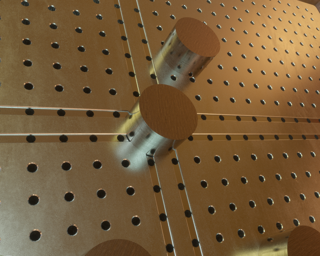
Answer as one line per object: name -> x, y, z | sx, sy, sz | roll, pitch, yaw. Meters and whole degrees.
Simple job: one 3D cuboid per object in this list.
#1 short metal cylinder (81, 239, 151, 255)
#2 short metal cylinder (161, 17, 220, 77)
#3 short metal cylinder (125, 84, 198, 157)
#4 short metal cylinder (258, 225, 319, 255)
short metal cylinder -> -0.045, 0.147, 0.279 | 0.081, 0.050, 0.080 | 14, 56, -21
short metal cylinder -> 0.049, -0.131, 0.500 | 0.081, 0.050, 0.080 | 14, 56, -21
short metal cylinder -> 0.001, -0.010, 0.400 | 0.081, 0.050, 0.080 | 14, 56, -21
short metal cylinder -> 0.171, 0.168, 0.385 | 0.081, 0.050, 0.080 | 14, 56, -21
